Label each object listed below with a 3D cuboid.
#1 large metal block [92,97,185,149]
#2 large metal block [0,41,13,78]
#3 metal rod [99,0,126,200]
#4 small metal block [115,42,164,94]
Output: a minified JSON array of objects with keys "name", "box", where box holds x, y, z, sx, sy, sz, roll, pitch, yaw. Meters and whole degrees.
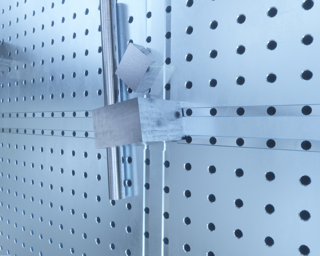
[{"name":"large metal block","box":[-0.027,-0.004,0.394,0.080,0.081,0.050,-10,84,39]},{"name":"large metal block","box":[-0.390,-0.160,0.690,0.080,0.081,0.050,50,119,28]},{"name":"metal rod","box":[-0.071,-0.045,0.465,0.025,0.025,0.298,-5,87,39]},{"name":"small metal block","box":[-0.030,-0.083,0.432,0.050,0.025,0.050,45,117,30]}]
